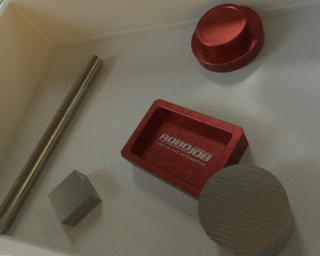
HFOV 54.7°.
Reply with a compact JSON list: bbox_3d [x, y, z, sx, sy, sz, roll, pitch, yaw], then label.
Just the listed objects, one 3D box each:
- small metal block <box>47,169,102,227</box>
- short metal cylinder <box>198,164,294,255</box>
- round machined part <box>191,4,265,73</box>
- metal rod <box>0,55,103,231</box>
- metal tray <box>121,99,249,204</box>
[{"bbox_3d":[-0.112,0.092,0.407,0.050,0.025,0.050,-44,51,-3],"label":"small metal block"},{"bbox_3d":[0.083,0.081,0.296,0.080,0.050,0.080,-13,56,20],"label":"short metal cylinder"},{"bbox_3d":[0.088,-0.128,0.421,0.098,0.042,0.098,-12,62,23],"label":"round machined part"},{"bbox_3d":[-0.168,0.011,0.484,0.025,0.025,0.300,12,68,33],"label":"metal rod"},{"bbox_3d":[0.026,0.024,0.372,0.130,0.030,0.090,23,74,36],"label":"metal tray"}]
